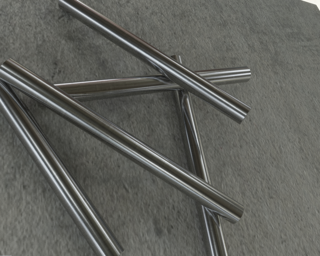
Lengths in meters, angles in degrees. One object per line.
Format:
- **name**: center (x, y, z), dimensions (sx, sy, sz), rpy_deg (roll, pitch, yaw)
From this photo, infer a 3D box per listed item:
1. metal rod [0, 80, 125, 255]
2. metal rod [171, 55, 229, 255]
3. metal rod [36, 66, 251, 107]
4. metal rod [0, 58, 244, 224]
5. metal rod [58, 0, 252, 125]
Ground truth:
- **metal rod**: center (-0.134, 0.009, 0.326), dimensions (0.025, 0.025, 0.299), rpy_deg (-30, 79, -38)
- **metal rod**: center (0.045, 0.026, 0.413), dimensions (0.025, 0.025, 0.299), rpy_deg (5, 60, -26)
- **metal rod**: center (-0.004, -0.060, 0.414), dimensions (0.303, 0.025, 0.025), rpy_deg (-10, 67, -24)
- **metal rod**: center (-0.036, 0.019, 0.341), dimensions (0.301, 0.025, 0.025), rpy_deg (33, 51, -6)
- **metal rod**: center (-0.016, -0.098, 0.408), dimensions (0.300, 0.025, 0.025), rpy_deg (35, 49, 14)
